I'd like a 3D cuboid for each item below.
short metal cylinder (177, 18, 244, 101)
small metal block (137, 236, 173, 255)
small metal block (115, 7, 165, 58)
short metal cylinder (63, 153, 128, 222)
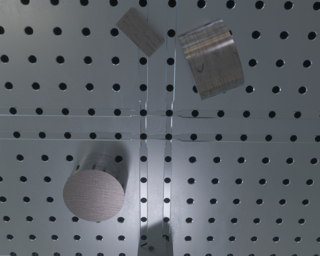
[{"bbox_3d":[0.058,-0.077,0.356,0.050,0.080,0.080,-21,109,7],"label":"short metal cylinder"},{"bbox_3d":[-0.007,0.201,0.474,0.050,0.050,0.025,-27,108,9],"label":"small metal block"},{"bbox_3d":[-0.021,-0.111,0.359,0.050,0.050,0.025,43,105,-14],"label":"small metal block"},{"bbox_3d":[-0.087,0.081,0.429,0.081,0.050,0.079,0,110,0],"label":"short metal cylinder"}]
